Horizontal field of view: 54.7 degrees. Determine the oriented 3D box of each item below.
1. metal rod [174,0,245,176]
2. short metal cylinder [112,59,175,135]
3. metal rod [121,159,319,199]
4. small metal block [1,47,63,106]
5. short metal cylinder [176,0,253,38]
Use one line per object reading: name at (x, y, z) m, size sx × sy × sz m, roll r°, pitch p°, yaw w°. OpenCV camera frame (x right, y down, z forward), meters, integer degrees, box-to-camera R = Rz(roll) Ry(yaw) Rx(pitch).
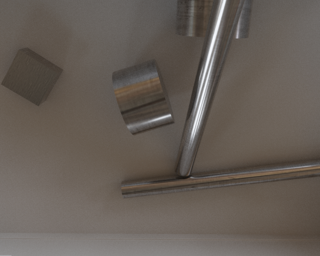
metal rod at (0.048, -0.043, 0.327) m, size 0.025 × 0.025 × 0.298 m, roll 6°, pitch 137°, yaw -3°
short metal cylinder at (-0.018, -0.036, 0.368) m, size 0.050 × 0.080 × 0.080 m, roll -17°, pitch 110°, yaw 6°
metal rod at (0.097, 0.071, 0.438) m, size 0.302 × 0.025 × 0.025 m, roll -7°, pitch 110°, yaw 2°
small metal block at (-0.158, -0.064, 0.386) m, size 0.050 × 0.025 × 0.050 m, roll 32°, pitch 107°, yaw -12°
short metal cylinder at (0.058, -0.126, 0.336) m, size 0.081 × 0.080 × 0.050 m, roll 2°, pitch 110°, yaw -1°
